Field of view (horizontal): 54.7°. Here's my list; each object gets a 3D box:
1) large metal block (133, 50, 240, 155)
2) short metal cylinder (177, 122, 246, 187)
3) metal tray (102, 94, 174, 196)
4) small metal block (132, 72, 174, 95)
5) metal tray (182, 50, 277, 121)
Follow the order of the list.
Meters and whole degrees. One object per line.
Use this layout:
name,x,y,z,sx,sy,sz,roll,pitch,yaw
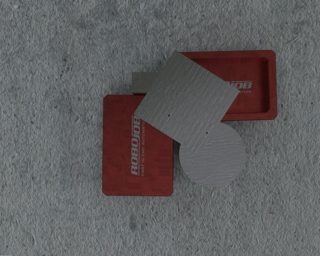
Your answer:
large metal block,0.028,-0.027,0.347,0.080,0.050,0.080,33,90,0
short metal cylinder,0.064,0.032,0.399,0.080,0.050,0.080,0,90,0
metal tray,-0.028,0.022,0.409,0.091,0.030,0.129,1,90,0
small metal block,-0.009,-0.055,0.399,0.050,0.050,0.025,1,90,0
metal tray,0.084,-0.054,0.409,0.131,0.030,0.089,-2,90,0
